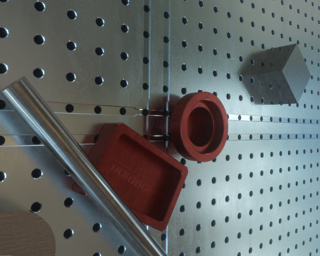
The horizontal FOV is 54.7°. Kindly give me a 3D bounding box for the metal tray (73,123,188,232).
[{"bbox_3d":[-0.029,0.062,0.383,0.130,0.030,0.090,37,67,-34],"label":"metal tray"}]

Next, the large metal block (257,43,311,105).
[{"bbox_3d":[0.242,-0.102,0.599,0.080,0.050,0.080,51,60,-28],"label":"large metal block"}]

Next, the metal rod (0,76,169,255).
[{"bbox_3d":[-0.053,0.078,0.326,0.025,0.025,0.299,-48,119,-30],"label":"metal rod"}]

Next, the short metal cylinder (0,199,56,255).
[{"bbox_3d":[-0.142,0.108,0.275,0.081,0.050,0.079,0,90,-40],"label":"short metal cylinder"}]

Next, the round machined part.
[{"bbox_3d":[0.050,-0.002,0.443,0.099,0.042,0.097,0,90,-40],"label":"round machined part"}]
